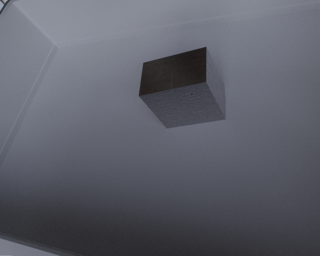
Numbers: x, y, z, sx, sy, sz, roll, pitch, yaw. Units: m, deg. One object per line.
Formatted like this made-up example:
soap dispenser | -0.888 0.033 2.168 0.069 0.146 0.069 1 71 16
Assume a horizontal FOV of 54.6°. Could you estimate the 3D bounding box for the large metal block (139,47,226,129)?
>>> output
large metal block | 0.031 -0.045 0.383 0.080 0.080 0.050 -9 58 23
